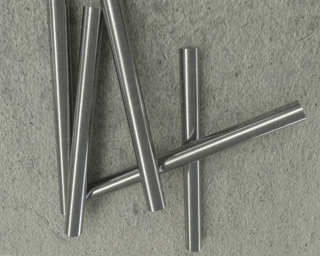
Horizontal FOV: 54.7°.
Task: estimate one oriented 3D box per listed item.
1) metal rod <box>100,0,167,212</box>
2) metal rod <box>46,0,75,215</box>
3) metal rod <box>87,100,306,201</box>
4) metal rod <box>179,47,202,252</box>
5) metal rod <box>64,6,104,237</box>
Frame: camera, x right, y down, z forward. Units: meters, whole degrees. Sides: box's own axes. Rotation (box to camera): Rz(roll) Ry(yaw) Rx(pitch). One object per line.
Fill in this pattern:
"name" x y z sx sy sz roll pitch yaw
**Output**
"metal rod" -0.034 -0.044 0.367 0.025 0.025 0.298 -11 100 4
"metal rod" -0.124 -0.019 0.401 0.025 0.025 0.298 3 110 -1
"metal rod" 0.029 0.036 0.397 0.300 0.025 0.025 -23 109 18
"metal rod" 0.043 0.043 0.425 0.025 0.025 0.298 -3 110 1
"metal rod" -0.099 0.004 0.397 0.025 0.025 0.298 8 105 -3
